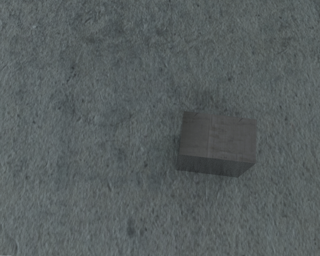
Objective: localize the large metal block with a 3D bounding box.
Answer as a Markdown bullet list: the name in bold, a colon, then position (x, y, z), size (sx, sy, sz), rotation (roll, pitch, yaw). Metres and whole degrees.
- **large metal block**: position (0.063, 0.023, 0.371), size (0.080, 0.080, 0.050), rotation (7, 70, 2)
